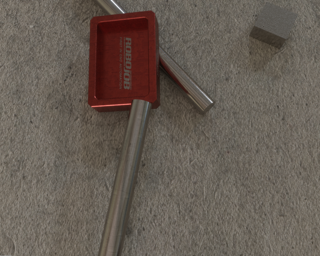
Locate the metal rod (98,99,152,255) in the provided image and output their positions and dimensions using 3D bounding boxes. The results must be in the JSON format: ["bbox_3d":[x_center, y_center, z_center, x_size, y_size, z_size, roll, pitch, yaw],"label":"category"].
[{"bbox_3d":[-0.050,0.113,0.346,0.025,0.025,0.299,10,78,3],"label":"metal rod"}]

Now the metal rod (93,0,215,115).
[{"bbox_3d":[-0.031,-0.135,0.457,0.025,0.025,0.300,-38,75,-13],"label":"metal rod"}]

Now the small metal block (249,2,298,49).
[{"bbox_3d":[0.171,-0.155,0.467,0.050,0.025,0.050,27,72,9],"label":"small metal block"}]

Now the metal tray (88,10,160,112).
[{"bbox_3d":[-0.048,-0.089,0.420,0.090,0.030,0.129,-3,78,8],"label":"metal tray"}]
